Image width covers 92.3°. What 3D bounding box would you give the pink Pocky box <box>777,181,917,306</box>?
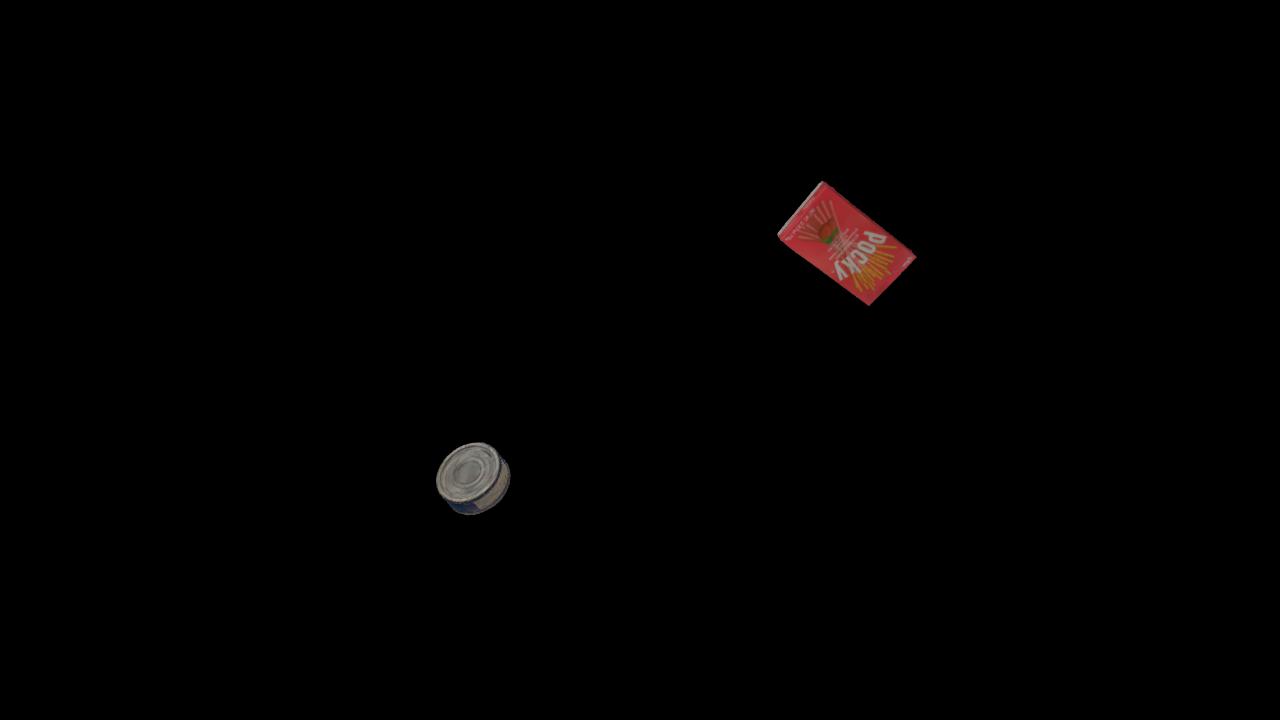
[{"bbox_3d":[0.258,-0.142,0.767,0.155,0.084,0.029,32,25,-15],"label":"pink Pocky box"}]

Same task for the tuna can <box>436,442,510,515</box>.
[{"bbox_3d":[-0.203,0.143,0.748,0.084,0.084,0.034,0,-38,15],"label":"tuna can"}]
